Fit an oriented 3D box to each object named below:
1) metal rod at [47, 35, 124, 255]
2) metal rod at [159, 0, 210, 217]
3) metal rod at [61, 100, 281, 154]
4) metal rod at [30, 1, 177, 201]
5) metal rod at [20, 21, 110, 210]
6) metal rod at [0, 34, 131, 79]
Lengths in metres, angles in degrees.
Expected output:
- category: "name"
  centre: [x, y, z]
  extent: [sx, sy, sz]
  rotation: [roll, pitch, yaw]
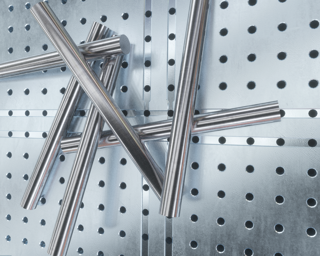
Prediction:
- category: "metal rod"
  centre: [-0.095, 0.019, 0.418]
  extent: [0.025, 0.025, 0.299]
  rotation: [13, 84, 19]
- category: "metal rod"
  centre: [0.033, -0.045, 0.379]
  extent: [0.025, 0.025, 0.299]
  rotation: [7, 84, 20]
- category: "metal rod"
  centre: [0.000, 0.003, 0.412]
  extent: [0.300, 0.025, 0.025]
  rotation: [-9, 87, 19]
- category: "metal rod"
  centre: [-0.070, -0.029, 0.399]
  extent: [0.025, 0.025, 0.299]
  rotation: [-34, 91, 17]
- category: "metal rod"
  centre: [-0.145, -0.013, 0.464]
  extent: [0.025, 0.025, 0.299]
  rotation: [27, 99, 18]
- category: "metal rod"
  centre: [-0.178, -0.096, 0.457]
  extent: [0.300, 0.025, 0.025]
  rotation: [-4, 89, 27]
